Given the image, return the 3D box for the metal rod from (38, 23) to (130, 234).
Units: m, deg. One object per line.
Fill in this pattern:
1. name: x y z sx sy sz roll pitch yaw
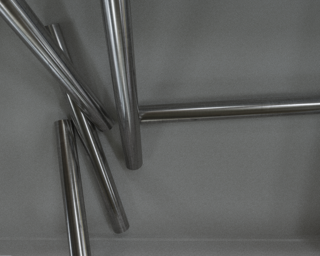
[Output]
1. metal rod: -0.095 0.015 0.415 0.025 0.025 0.298 -14 110 4

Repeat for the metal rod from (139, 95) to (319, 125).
1. metal rod: 0.118 -0.025 0.403 0.302 0.025 0.025 -3 110 0

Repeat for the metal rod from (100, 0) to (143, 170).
1. metal rod: -0.037 -0.051 0.320 0.025 0.025 0.298 -1 138 0

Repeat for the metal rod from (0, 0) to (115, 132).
1. metal rod: -0.117 -0.085 0.293 0.025 0.025 0.299 -20 143 7

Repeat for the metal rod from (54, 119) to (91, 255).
1. metal rod: -0.099 0.135 0.377 0.025 0.025 0.299 -12 77 4
